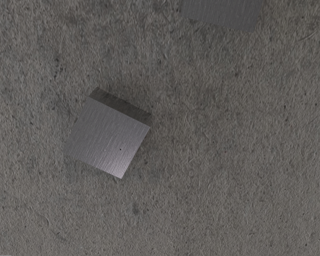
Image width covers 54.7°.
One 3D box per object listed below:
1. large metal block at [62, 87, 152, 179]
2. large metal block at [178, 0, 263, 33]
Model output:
[{"bbox_3d":[-0.066,0.005,0.398,0.080,0.050,0.080,27,108,-10],"label":"large metal block"},{"bbox_3d":[0.069,-0.155,0.340,0.081,0.050,0.079,11,110,-5],"label":"large metal block"}]
